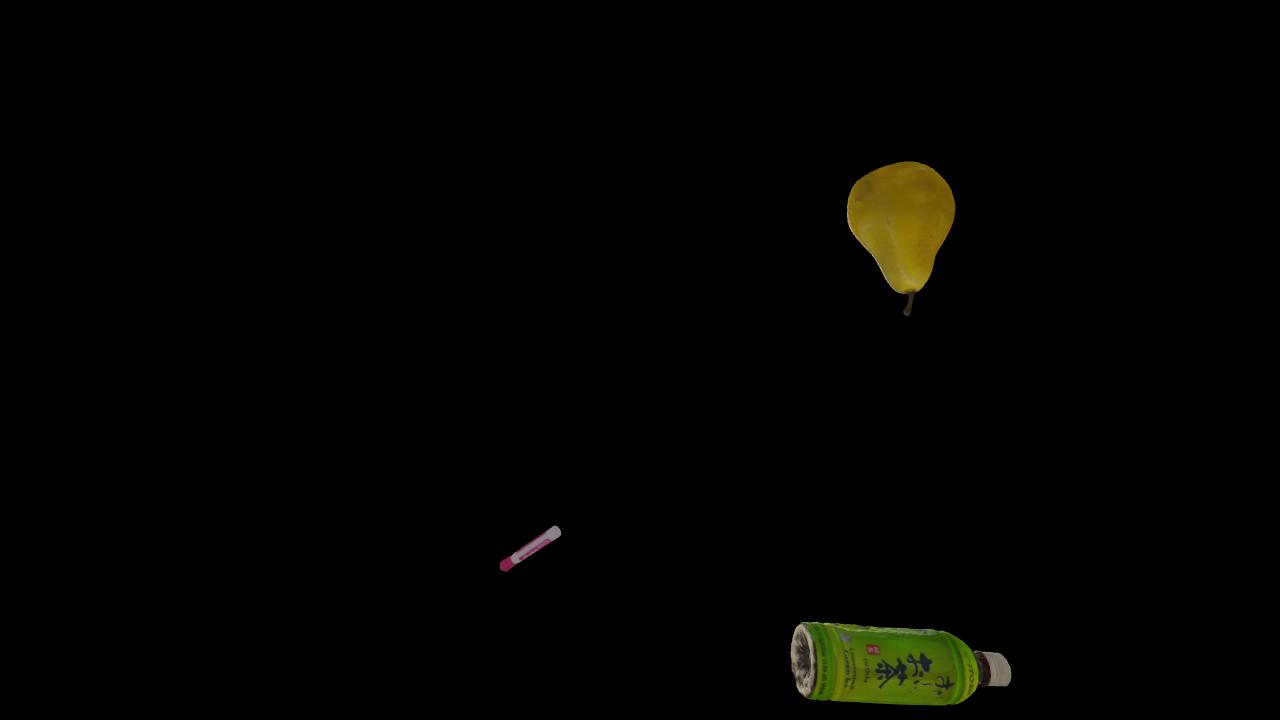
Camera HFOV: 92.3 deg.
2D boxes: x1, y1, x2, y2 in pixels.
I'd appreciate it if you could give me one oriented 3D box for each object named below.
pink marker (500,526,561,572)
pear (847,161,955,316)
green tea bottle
[{"bbox_3d":[-0.173,0.295,0.958,0.121,0.020,0.020,-36,-12,17],"label":"pink marker"},{"bbox_3d":[0.198,-0.087,0.456,0.080,0.111,0.080,-10,-6,-1],"label":"pear"},{"bbox_3d":[0.261,0.304,0.612,0.212,0.073,0.073,6,-1,-7],"label":"green tea bottle"}]
